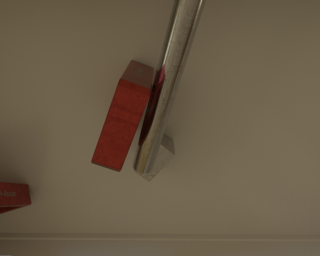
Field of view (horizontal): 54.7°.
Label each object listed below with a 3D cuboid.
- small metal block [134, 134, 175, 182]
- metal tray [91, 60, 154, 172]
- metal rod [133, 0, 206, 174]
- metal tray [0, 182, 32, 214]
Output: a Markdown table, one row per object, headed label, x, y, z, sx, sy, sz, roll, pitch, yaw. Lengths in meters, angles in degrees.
| label | x | y | z | sx | sy | sz | roll | pitch | yaw |
| --- | --- | --- | --- | --- | --- | --- | --- | --- | --- |
| small metal block | -0.007 | 0.036 | 0.411 | 0.025 | 0.050 | 0.050 | 39 | 105 | -13 |
| metal tray | -0.038 | -0.021 | 0.347 | 0.030 | 0.130 | 0.089 | 20 | 109 | -7 |
| metal rod | 0.013 | -0.067 | 0.286 | 0.025 | 0.025 | 0.298 | 13 | 128 | -5 |
| metal tray | -0.236 | 0.095 | 0.387 | 0.090 | 0.130 | 0.030 | -17 | 76 | 2 |
